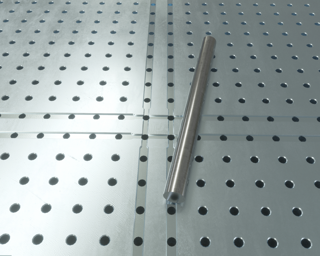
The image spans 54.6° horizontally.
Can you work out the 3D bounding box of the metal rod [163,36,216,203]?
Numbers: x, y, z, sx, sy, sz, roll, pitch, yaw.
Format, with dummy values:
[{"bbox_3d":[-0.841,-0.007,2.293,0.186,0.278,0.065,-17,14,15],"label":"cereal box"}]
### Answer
[{"bbox_3d":[0.050,-0.035,0.437,0.025,0.025,0.300,10,51,8],"label":"metal rod"}]
